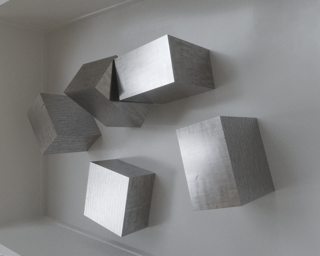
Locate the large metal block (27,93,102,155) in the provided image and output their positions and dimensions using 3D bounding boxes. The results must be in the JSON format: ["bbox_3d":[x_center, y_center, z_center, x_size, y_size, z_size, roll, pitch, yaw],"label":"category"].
[{"bbox_3d":[-0.154,-0.007,0.498,0.050,0.081,0.080,-44,64,31],"label":"large metal block"}]

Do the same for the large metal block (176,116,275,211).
[{"bbox_3d":[0.068,0.034,0.315,0.050,0.081,0.080,-19,78,38],"label":"large metal block"}]

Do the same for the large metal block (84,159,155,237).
[{"bbox_3d":[-0.058,0.094,0.439,0.080,0.050,0.079,14,99,39],"label":"large metal block"}]

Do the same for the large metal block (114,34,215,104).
[{"bbox_3d":[0.006,-0.063,0.366,0.080,0.081,0.050,-13,82,39],"label":"large metal block"}]

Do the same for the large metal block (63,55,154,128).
[{"bbox_3d":[-0.065,-0.044,0.409,0.080,0.080,0.050,1,57,48],"label":"large metal block"}]
